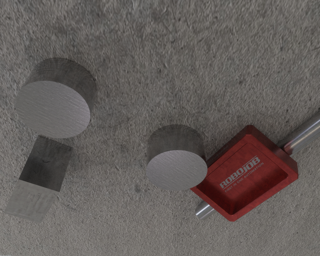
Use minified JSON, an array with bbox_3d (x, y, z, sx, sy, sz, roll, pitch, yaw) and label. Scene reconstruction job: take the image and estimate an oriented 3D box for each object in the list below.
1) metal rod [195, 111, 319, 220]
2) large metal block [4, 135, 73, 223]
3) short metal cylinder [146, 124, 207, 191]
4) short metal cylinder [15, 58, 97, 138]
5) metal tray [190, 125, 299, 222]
[{"bbox_3d":[0.155,0.053,0.453,0.025,0.025,0.298,28,125,-22],"label":"metal rod"},{"bbox_3d":[-0.167,0.071,0.430,0.050,0.080,0.080,24,126,-19],"label":"large metal block"},{"bbox_3d":[0.022,0.041,0.426,0.081,0.050,0.079,0,130,0],"label":"short metal cylinder"},{"bbox_3d":[-0.118,-0.034,0.360,0.081,0.050,0.079,0,130,0],"label":"short metal cylinder"},{"bbox_3d":[0.115,0.068,0.442,0.090,0.030,0.129,40,122,-3],"label":"metal tray"}]
